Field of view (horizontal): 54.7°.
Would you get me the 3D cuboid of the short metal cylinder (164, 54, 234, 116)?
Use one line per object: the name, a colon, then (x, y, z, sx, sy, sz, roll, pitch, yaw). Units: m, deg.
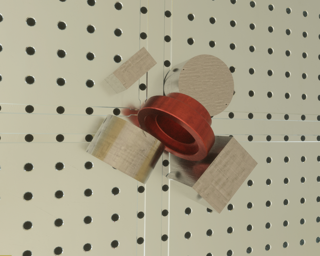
short metal cylinder: (0.052, -0.055, 0.419, 0.081, 0.050, 0.079, 0, 90, -21)

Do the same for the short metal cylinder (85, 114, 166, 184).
short metal cylinder: (-0.040, 0.026, 0.369, 0.080, 0.080, 0.050, 33, 79, -18)

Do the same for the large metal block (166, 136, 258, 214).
large metal block: (0.066, 0.056, 0.410, 0.050, 0.080, 0.080, 45, 76, -15)

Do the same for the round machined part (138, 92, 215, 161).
round machined part: (0.024, -0.006, 0.384, 0.098, 0.098, 0.042, 43, 64, -16)

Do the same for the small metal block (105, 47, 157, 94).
small metal block: (-0.037, -0.071, 0.386, 0.050, 0.050, 0.025, -44, 104, -15)
